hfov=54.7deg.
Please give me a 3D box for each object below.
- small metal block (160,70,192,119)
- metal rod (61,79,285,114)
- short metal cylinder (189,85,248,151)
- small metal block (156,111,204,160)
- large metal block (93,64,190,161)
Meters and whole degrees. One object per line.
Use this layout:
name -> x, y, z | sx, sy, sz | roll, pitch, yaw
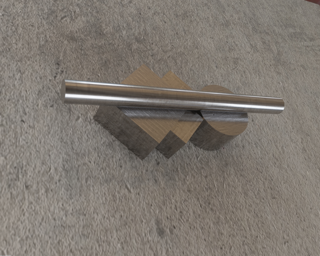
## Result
small metal block -> 0.015, -0.042, 0.424 | 0.050, 0.050, 0.025 | 41, 51, -1
metal rod -> 0.037, -0.034, 0.379 | 0.303, 0.025, 0.025 | 1, 62, -28
short metal cylinder -> 0.076, -0.014, 0.437 | 0.081, 0.050, 0.080 | 14, 56, -21
small metal block -> 0.023, 0.007, 0.399 | 0.025, 0.050, 0.050 | 41, 51, -1
large metal block -> -0.021, -0.021, 0.388 | 0.080, 0.050, 0.080 | 41, 51, -1
